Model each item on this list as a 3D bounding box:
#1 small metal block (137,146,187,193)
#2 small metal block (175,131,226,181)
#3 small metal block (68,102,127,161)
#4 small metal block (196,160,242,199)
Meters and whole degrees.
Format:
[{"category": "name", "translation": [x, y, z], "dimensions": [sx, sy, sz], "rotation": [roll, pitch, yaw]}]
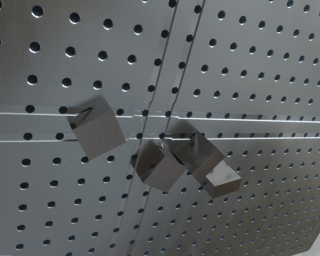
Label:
[{"category": "small metal block", "translation": [0.003, 0.062, 0.453], "dimensions": [0.050, 0.025, 0.050], "rotation": [31, 101, -38]}, {"category": "small metal block", "translation": [0.058, 0.041, 0.454], "dimensions": [0.050, 0.050, 0.025], "rotation": [-45, 130, 2]}, {"category": "small metal block", "translation": [-0.075, 0.004, 0.374], "dimensions": [0.050, 0.025, 0.050], "rotation": [-27, 128, -12]}, {"category": "small metal block", "translation": [0.094, 0.082, 0.499], "dimensions": [0.050, 0.050, 0.025], "rotation": [-11, 123, -23]}]
